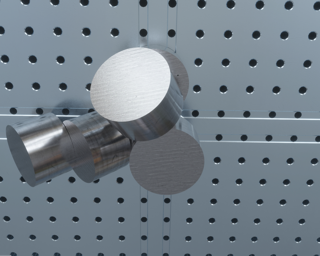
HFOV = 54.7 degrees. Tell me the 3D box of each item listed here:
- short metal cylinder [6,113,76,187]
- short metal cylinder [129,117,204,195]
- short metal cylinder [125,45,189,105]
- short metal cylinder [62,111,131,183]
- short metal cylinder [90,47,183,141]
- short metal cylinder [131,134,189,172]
[{"bbox_3d":[-0.149,0.026,0.385,0.050,0.080,0.079,-24,115,-37],"label":"short metal cylinder"},{"bbox_3d":[0.007,0.029,0.355,0.081,0.050,0.079,0,110,0],"label":"short metal cylinder"},{"bbox_3d":[-0.007,-0.058,0.378,0.081,0.050,0.079,0,110,0],"label":"short metal cylinder"},{"bbox_3d":[-0.080,0.021,0.383,0.050,0.080,0.079,-23,115,-36],"label":"short metal cylinder"},{"bbox_3d":[-0.021,-0.033,0.311,0.080,0.080,0.050,-23,152,8],"label":"short metal cylinder"},{"bbox_3d":[-0.002,0.017,0.405,0.081,0.050,0.079,0,110,0],"label":"short metal cylinder"}]
